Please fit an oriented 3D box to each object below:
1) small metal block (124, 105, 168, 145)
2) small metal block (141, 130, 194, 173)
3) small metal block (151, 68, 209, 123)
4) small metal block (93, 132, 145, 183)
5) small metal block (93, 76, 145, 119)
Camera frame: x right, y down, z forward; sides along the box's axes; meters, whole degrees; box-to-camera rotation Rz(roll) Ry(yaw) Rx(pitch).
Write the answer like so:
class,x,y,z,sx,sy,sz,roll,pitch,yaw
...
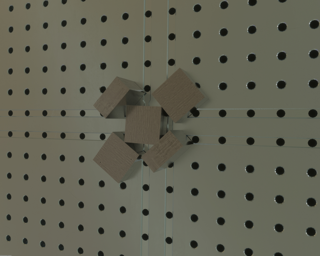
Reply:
class,x,y,z,sx,sy,sz,roll,pitch,yaw
small metal block,-0.018,-0.004,0.419,0.050,0.025,0.050,4,90,21
small metal block,0.011,0.028,0.396,0.050,0.050,0.025,-44,76,15
small metal block,0.026,-0.041,0.403,0.050,0.025,0.050,-42,77,15
small metal block,-0.056,0.040,0.433,0.050,0.025,0.050,40,102,15
small metal block,-0.054,-0.039,0.418,0.025,0.050,0.050,45,105,14
